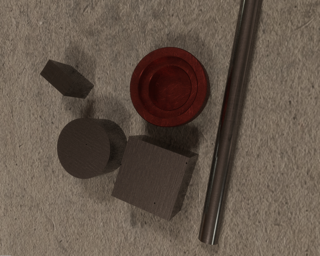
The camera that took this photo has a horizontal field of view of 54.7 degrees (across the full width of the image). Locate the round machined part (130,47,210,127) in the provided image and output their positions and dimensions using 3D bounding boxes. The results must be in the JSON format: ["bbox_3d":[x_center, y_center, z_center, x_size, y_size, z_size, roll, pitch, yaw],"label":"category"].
[{"bbox_3d":[0.015,-0.050,0.394,0.098,0.042,0.097,0,90,19],"label":"round machined part"}]

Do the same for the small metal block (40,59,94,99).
[{"bbox_3d":[-0.131,-0.068,0.440,0.050,0.050,0.025,40,103,15],"label":"small metal block"}]

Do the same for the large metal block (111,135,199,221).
[{"bbox_3d":[-0.005,0.060,0.397,0.080,0.050,0.080,19,96,18],"label":"large metal block"}]

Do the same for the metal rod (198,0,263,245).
[{"bbox_3d":[0.085,-0.007,0.378,0.025,0.025,0.298,11,94,19],"label":"metal rod"}]

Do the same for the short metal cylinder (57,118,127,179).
[{"bbox_3d":[-0.092,0.027,0.427,0.080,0.050,0.079,0,90,19],"label":"short metal cylinder"}]
